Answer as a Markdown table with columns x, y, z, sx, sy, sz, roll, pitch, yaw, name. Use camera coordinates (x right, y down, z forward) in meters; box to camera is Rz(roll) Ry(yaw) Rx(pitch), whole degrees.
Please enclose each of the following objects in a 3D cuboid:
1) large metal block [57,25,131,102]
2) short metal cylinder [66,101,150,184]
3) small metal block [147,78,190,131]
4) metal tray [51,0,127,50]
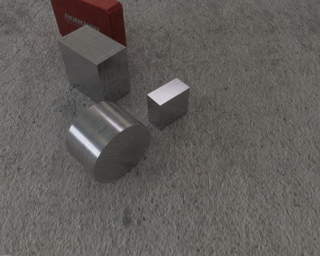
| x | y | z | sx | sy | sz | roll | pitch | yaw | name |
| --- | --- | --- | --- | --- | --- | --- | --- | --- | --- |
| -0.091 | -0.086 | 0.439 | 0.080 | 0.080 | 0.050 | 34 | 58 | 25 | large metal block |
| -0.058 | 0.016 | 0.353 | 0.080 | 0.080 | 0.050 | -37 | 59 | -27 | short metal cylinder |
| 0.011 | -0.031 | 0.413 | 0.050 | 0.050 | 0.025 | -33 | 58 | -25 | small metal block |
| -0.117 | -0.176 | 0.507 | 0.130 | 0.089 | 0.030 | 28 | 56 | 21 | metal tray |
